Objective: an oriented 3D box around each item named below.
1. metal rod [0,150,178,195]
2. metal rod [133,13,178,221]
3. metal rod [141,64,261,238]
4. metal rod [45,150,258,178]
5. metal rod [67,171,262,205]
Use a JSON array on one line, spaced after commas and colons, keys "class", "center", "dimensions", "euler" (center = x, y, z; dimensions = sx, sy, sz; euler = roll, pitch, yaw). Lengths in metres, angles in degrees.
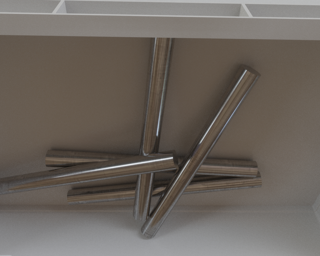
[{"class": "metal rod", "center": [-0.123, 0.066, 0.428], "dimensions": [0.301, 0.025, 0.025], "euler": [-11, 130, 15]}, {"class": "metal rod", "center": [-0.012, 0.011, 0.393], "dimensions": [0.025, 0.025, 0.298], "euler": [5, 124, -5]}, {"class": "metal rod", "center": [0.043, 0.050, 0.424], "dimensions": [0.025, 0.025, 0.298], "euler": [19, 120, -16]}, {"class": "metal rod", "center": [-0.009, 0.052, 0.452], "dimensions": [0.302, 0.025, 0.025], "euler": [3, 130, -4]}, {"class": "metal rod", "center": [0.004, 0.095, 0.488], "dimensions": [0.302, 0.025, 0.025], "euler": [-6, 130, 5]}]
